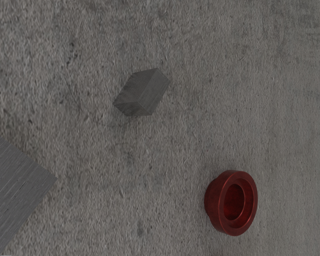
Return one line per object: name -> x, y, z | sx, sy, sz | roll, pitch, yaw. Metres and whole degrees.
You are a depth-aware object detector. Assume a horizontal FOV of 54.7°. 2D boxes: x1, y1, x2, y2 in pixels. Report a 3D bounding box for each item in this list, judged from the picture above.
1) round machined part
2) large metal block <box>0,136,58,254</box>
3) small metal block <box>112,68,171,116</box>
round machined part -> 0.107, 0.114, 0.483 | 0.099, 0.042, 0.097 | 0, 90, -40
large metal block -> -0.151, 0.050, 0.262 | 0.080, 0.050, 0.080 | 48, 62, -30
small metal block -> -0.022, -0.042, 0.370 | 0.025, 0.050, 0.050 | 43, 64, -32
